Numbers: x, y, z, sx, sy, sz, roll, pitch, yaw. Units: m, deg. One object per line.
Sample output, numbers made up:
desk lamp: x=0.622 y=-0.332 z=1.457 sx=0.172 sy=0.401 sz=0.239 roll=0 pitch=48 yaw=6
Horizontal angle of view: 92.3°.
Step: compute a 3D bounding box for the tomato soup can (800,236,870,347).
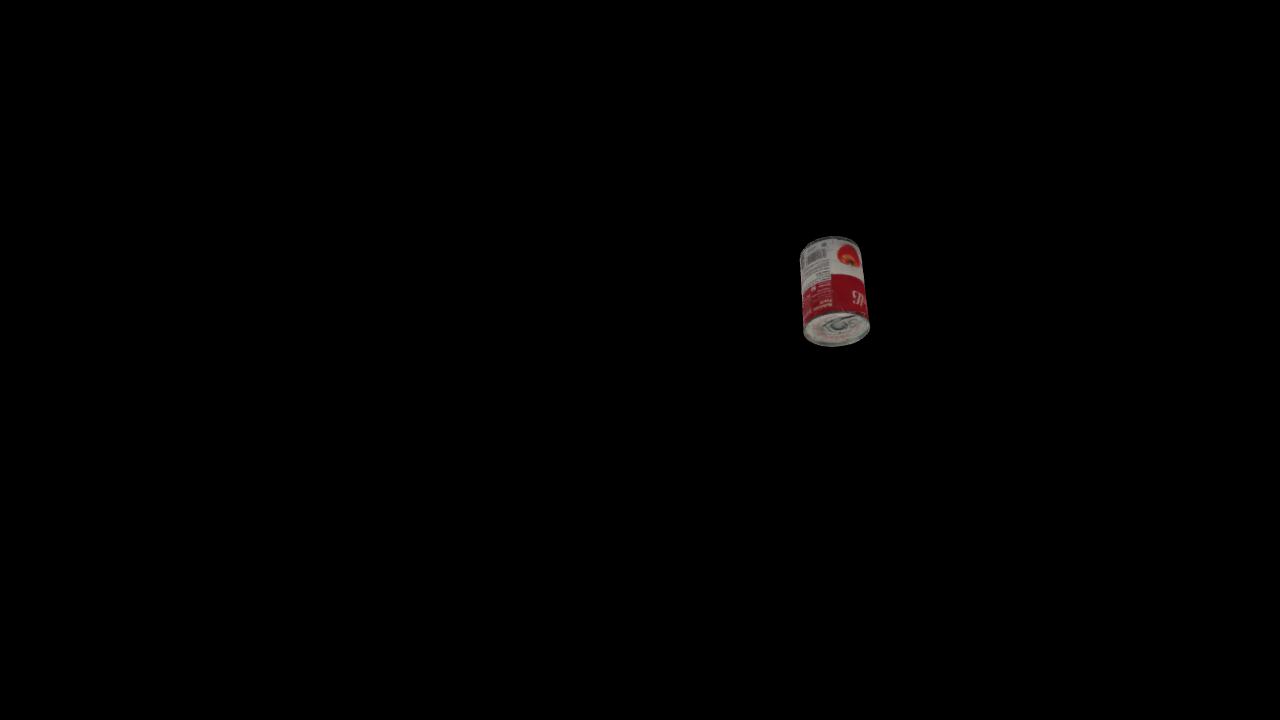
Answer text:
tomato soup can: x=0.208 y=-0.074 z=0.664 sx=0.068 sy=0.101 sz=0.068 roll=4 pitch=-29 yaw=2
